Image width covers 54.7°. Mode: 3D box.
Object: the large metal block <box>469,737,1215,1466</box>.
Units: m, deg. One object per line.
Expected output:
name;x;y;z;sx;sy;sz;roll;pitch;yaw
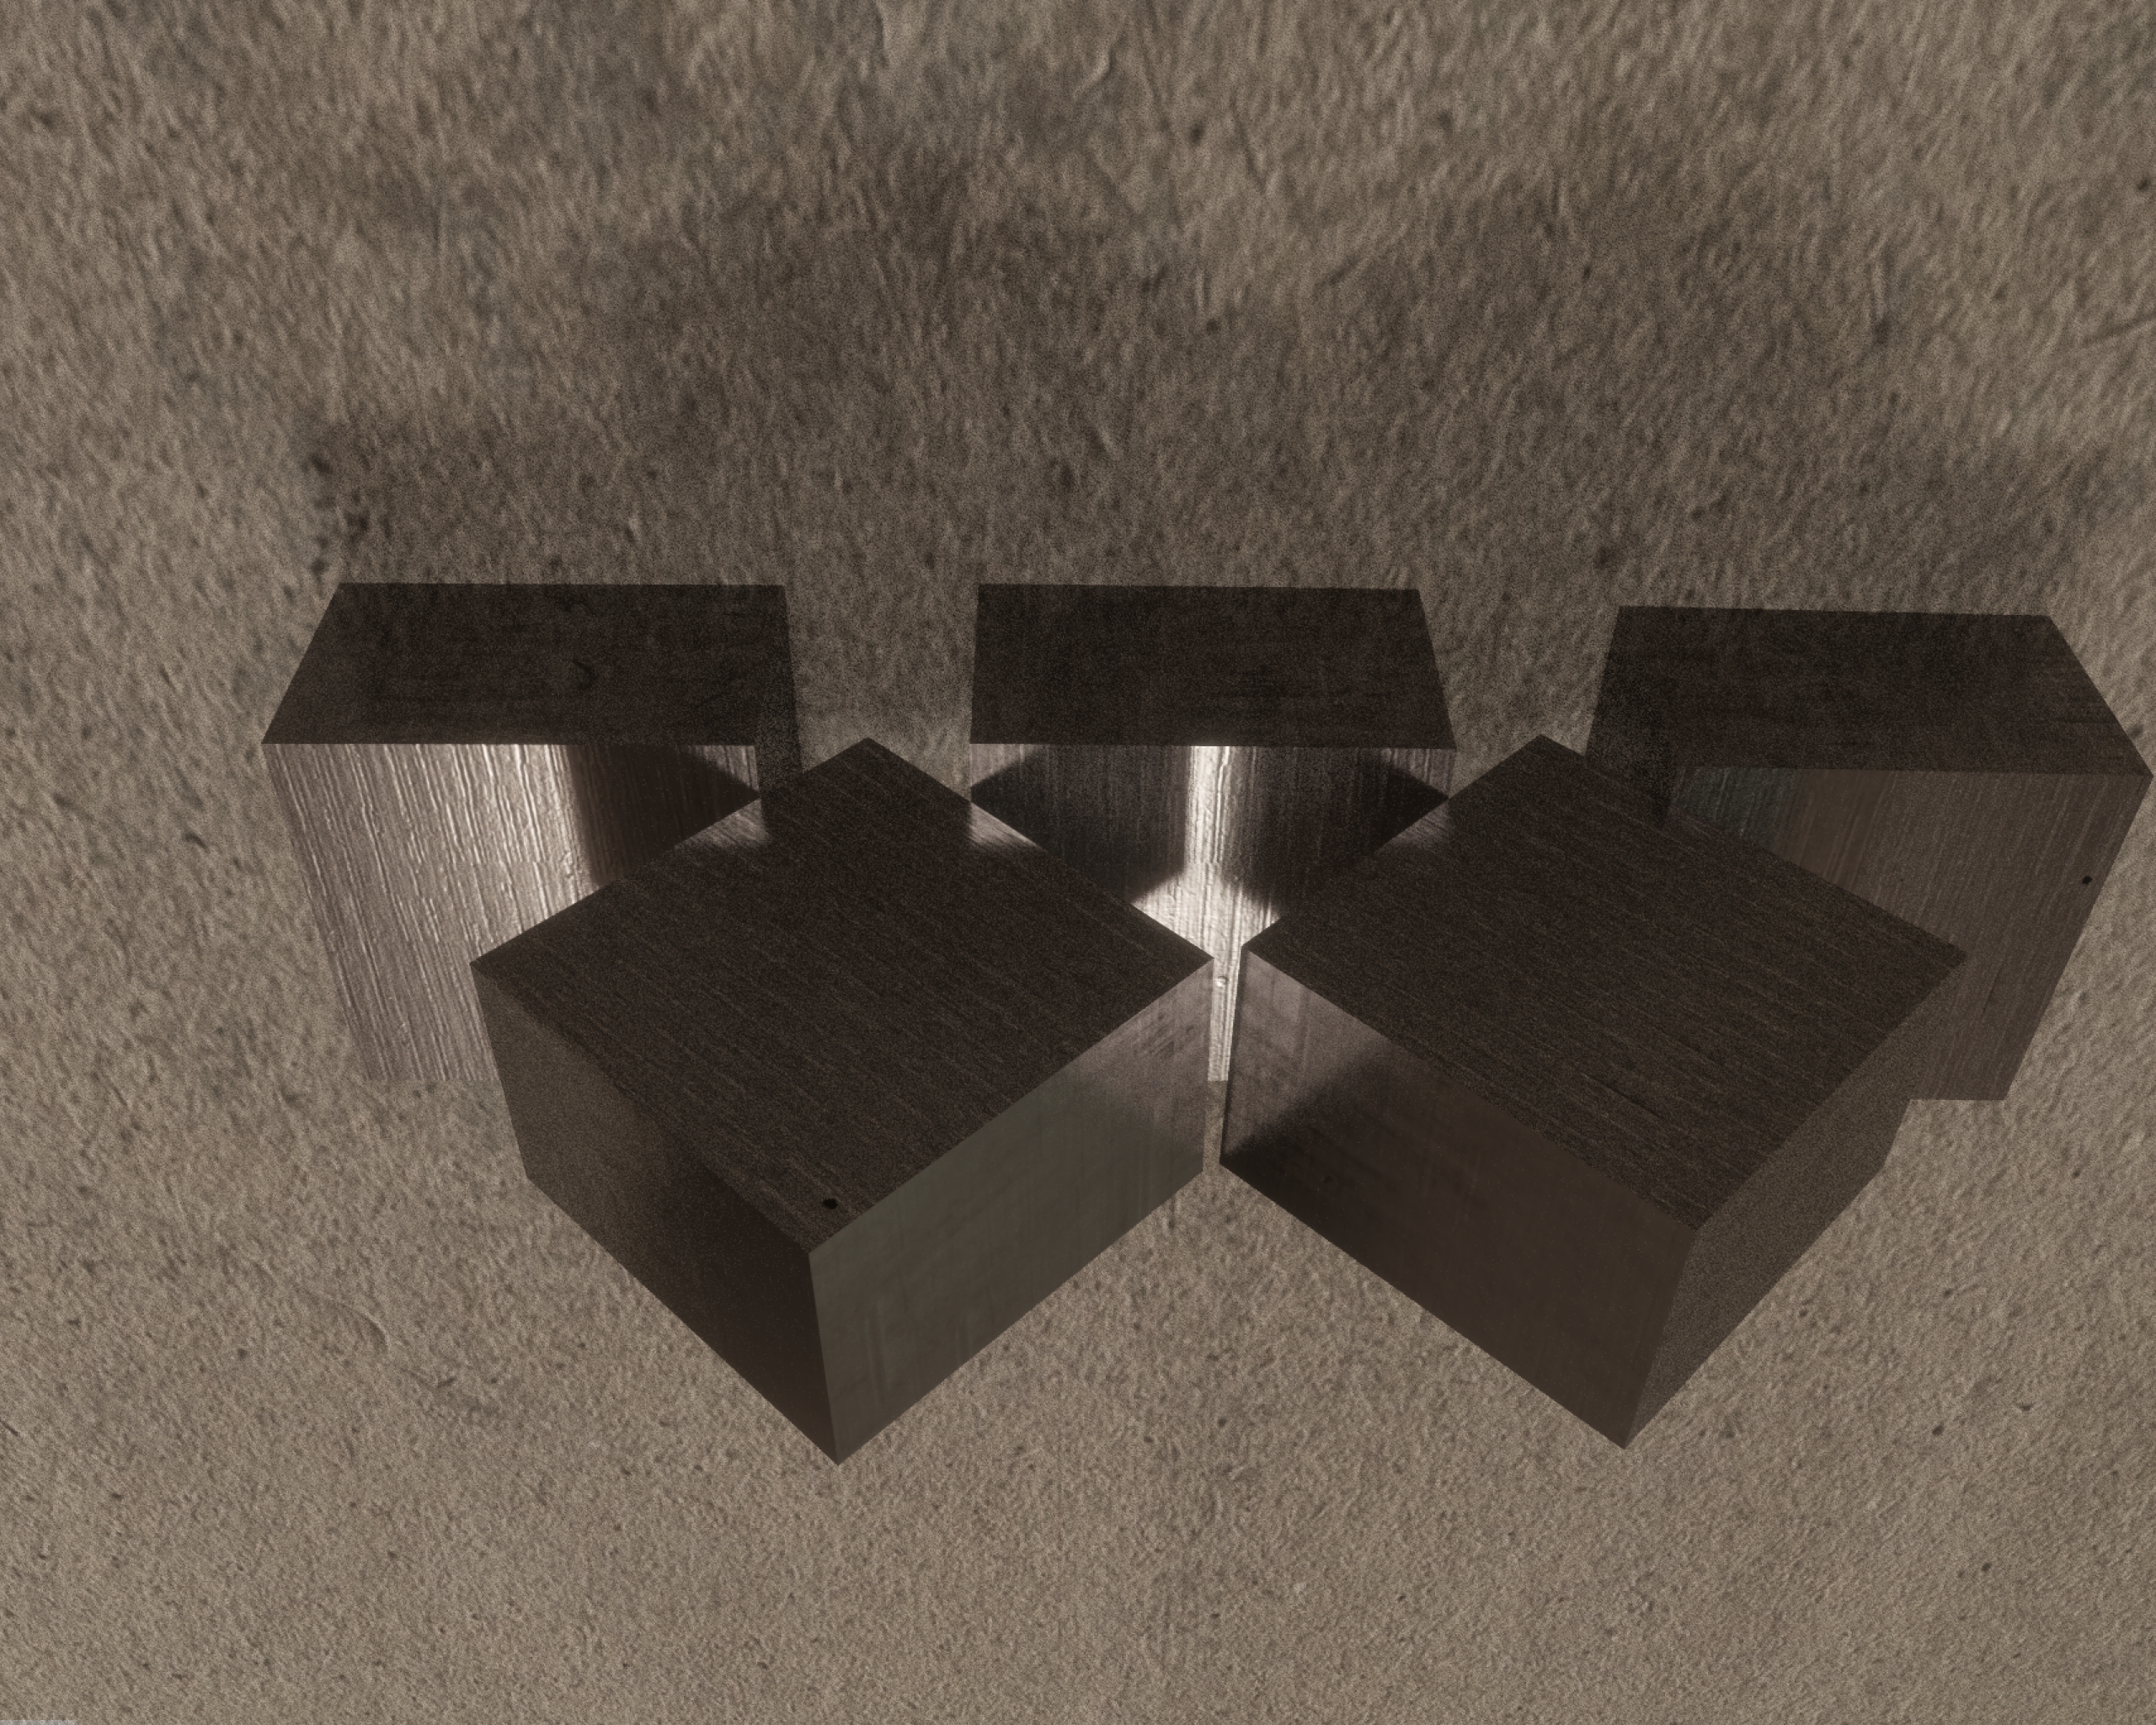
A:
large metal block;-0.036;0.034;0.335;0.081;0.080;0.050;-34;141;-33

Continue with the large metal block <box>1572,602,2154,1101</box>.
large metal block;0.139;-0.001;0.394;0.081;0.050;0.079;1;130;-2

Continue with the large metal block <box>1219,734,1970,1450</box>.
large metal block;0.081;0.033;0.339;0.080;0.081;0.050;33;138;32

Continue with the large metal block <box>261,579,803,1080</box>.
large metal block;-0.094;-0.005;0.387;0.081;0.050;0.079;0;130;-1

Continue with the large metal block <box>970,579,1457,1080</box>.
large metal block;0.022;-0.005;0.389;0.081;0.050;0.079;1;130;-1
